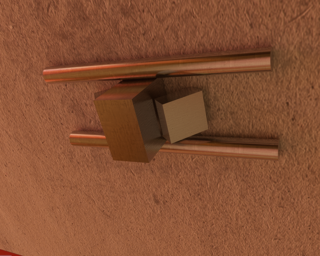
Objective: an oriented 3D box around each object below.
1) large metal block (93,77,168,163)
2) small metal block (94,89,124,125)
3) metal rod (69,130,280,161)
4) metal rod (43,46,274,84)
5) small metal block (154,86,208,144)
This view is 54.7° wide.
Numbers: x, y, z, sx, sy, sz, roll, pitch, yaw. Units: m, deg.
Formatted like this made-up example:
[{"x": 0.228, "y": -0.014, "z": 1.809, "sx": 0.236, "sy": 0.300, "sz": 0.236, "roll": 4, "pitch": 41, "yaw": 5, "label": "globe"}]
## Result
[{"x": -0.026, "y": -0.014, "z": 0.379, "sx": 0.050, "sy": 0.080, "sz": 0.079, "roll": 1, "pitch": 119, "yaw": 27, "label": "large metal block"}, {"x": -0.067, "y": -0.020, "z": 0.412, "sx": 0.025, "sy": 0.050, "sz": 0.050, "roll": -17, "pitch": 116, "yaw": -8, "label": "small metal block"}, {"x": 0.001, "y": 0.021, "z": 0.419, "sx": 0.301, "sy": 0.025, "sz": 0.025, "roll": 2, "pitch": 119, "yaw": 27, "label": "metal rod"}, {"x": -0.023, "y": -0.072, "z": 0.374, "sx": 0.301, "sy": 0.025, "sz": 0.025, "roll": 2, "pitch": 119, "yaw": 27, "label": "metal rod"}, {"x": 0.026, "y": -0.016, "z": 0.366, "sx": 0.025, "sy": 0.050, "sz": 0.050, "roll": 40, "pitch": 147, "yaw": 60, "label": "small metal block"}]
